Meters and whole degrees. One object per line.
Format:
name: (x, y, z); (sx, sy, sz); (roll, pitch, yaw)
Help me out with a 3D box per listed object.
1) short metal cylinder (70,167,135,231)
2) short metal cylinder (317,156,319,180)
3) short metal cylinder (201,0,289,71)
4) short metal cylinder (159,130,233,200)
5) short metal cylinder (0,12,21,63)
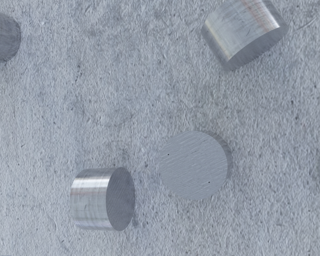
short metal cylinder: (-0.072, 0.092, 0.405); (0.050, 0.080, 0.080); (-5, 88, 20)
short metal cylinder: (0.211, 0.047, 0.321); (0.080, 0.050, 0.080); (0, 90, 20)
short metal cylinder: (0.093, -0.107, 0.347); (0.080, 0.080, 0.050); (-32, 80, 17)
short metal cylinder: (0.046, 0.043, 0.379); (0.080, 0.050, 0.080); (0, 90, 20)
short metal cylinder: (-0.271, -0.148, 0.492); (0.080, 0.050, 0.080); (0, 90, 20)
